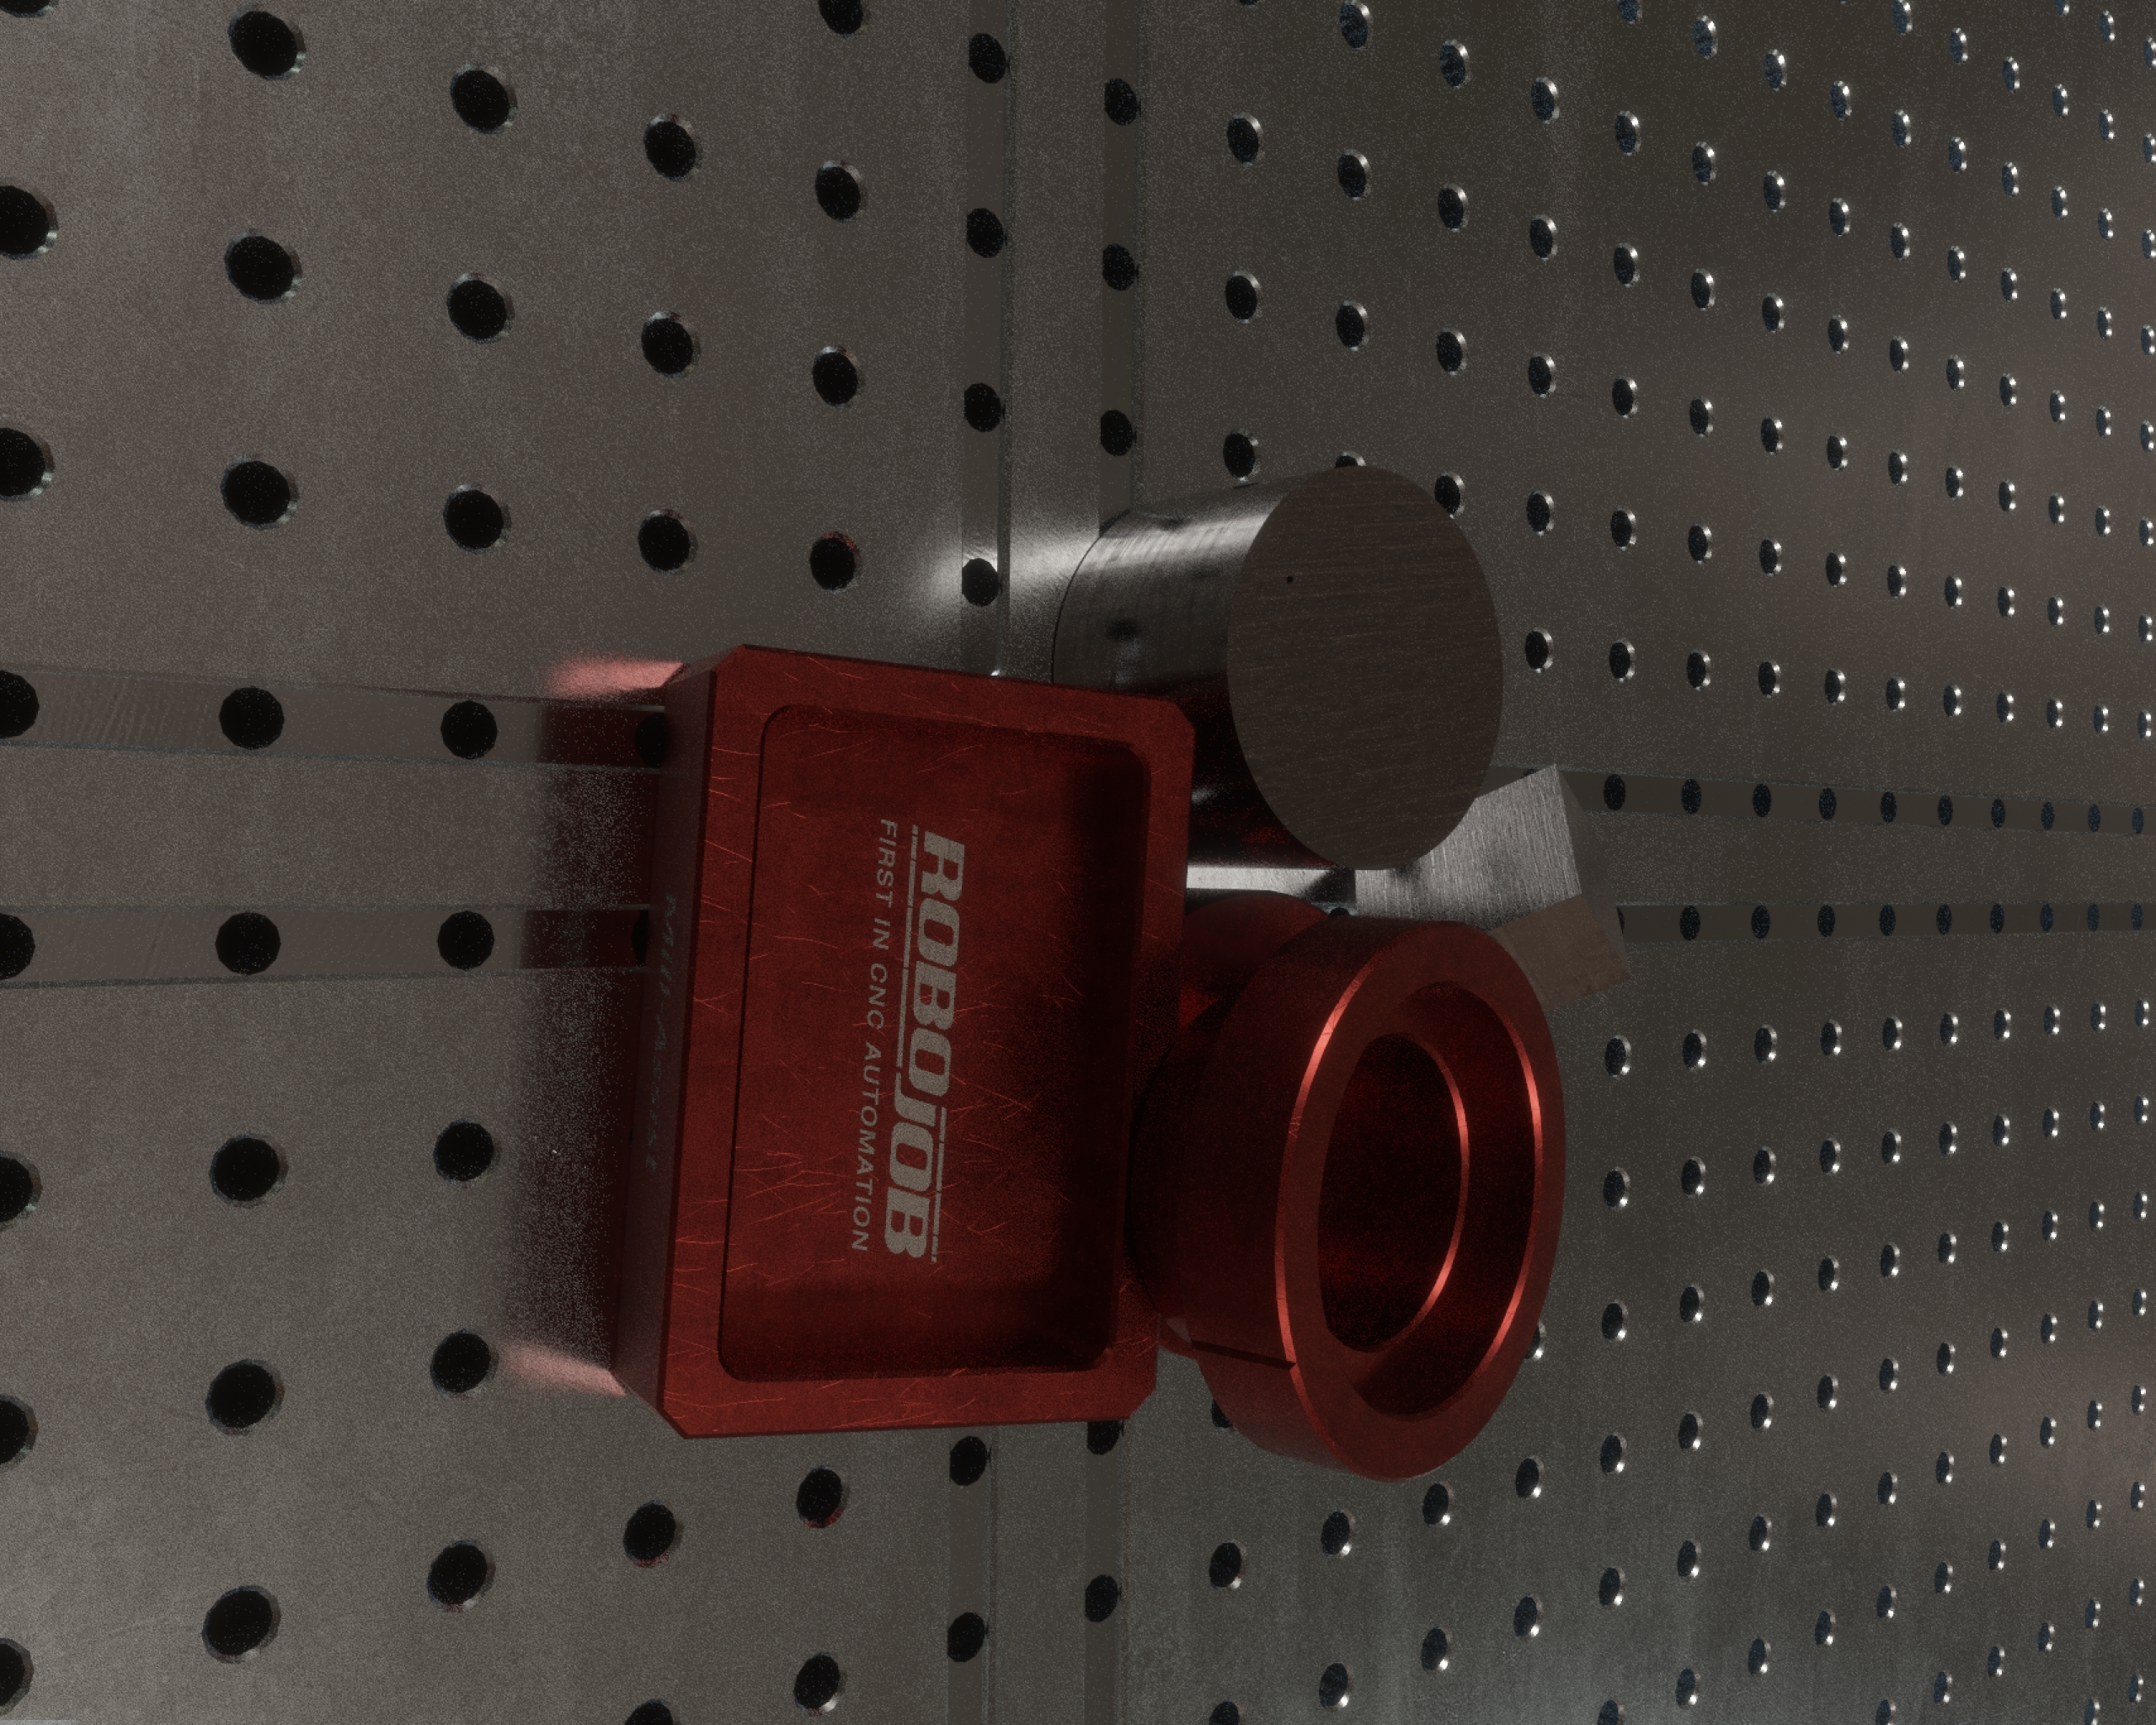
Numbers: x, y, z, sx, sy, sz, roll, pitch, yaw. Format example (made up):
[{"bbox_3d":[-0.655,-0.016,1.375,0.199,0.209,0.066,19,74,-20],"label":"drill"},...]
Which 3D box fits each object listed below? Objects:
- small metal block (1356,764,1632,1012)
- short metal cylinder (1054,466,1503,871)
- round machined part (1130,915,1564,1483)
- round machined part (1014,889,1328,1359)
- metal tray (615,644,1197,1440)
[{"bbox_3d":[0.090,0.011,0.458,0.025,0.050,0.050,55,23,-27],"label":"small metal block"},{"bbox_3d":[0.042,-0.038,0.430,0.081,0.050,0.079,0,90,-40],"label":"short metal cylinder"},{"bbox_3d":[0.046,0.058,0.377,0.099,0.042,0.097,-4,95,-50],"label":"round machined part"},{"bbox_3d":[0.037,0.054,0.430,0.099,0.042,0.097,0,90,-40],"label":"round machined part"},{"bbox_3d":[-0.029,0.032,0.369,0.091,0.030,0.129,5,87,-26],"label":"metal tray"}]
